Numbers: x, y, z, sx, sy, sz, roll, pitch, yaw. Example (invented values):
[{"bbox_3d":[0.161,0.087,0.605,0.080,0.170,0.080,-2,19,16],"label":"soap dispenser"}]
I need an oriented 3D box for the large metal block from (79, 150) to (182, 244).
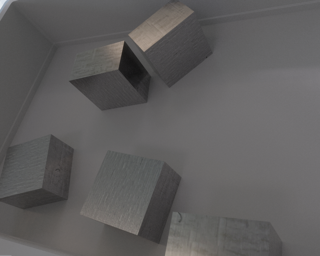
[{"bbox_3d":[-0.032,0.078,0.359,0.080,0.050,0.080,8,66,31],"label":"large metal block"}]

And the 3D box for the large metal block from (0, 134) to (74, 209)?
[{"bbox_3d":[-0.176,0.064,0.443,0.080,0.050,0.080,-16,55,19],"label":"large metal block"}]

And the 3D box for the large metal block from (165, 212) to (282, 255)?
[{"bbox_3d":[0.059,0.112,0.271,0.080,0.080,0.050,-2,61,27],"label":"large metal block"}]

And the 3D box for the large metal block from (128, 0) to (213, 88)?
[{"bbox_3d":[0.017,-0.117,0.434,0.080,0.080,0.050,-39,51,2],"label":"large metal block"}]

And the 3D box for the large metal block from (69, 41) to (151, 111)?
[{"bbox_3d":[-0.070,-0.072,0.452,0.080,0.080,0.050,-8,59,24],"label":"large metal block"}]
